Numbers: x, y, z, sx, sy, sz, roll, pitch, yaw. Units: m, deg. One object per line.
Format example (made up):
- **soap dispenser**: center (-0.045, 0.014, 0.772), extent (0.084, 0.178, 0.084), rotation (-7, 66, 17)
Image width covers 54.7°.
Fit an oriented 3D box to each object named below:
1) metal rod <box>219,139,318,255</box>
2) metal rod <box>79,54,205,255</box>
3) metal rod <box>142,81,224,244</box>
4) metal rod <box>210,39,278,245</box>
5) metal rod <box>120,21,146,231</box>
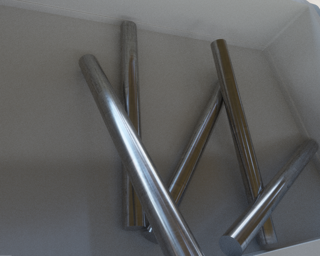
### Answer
- **metal rod**: center (0.161, 0.074, 0.413), extent (0.302, 0.025, 0.025), rotation (-24, 75, -47)
- **metal rod**: center (-0.036, 0.005, 0.306), extent (0.025, 0.025, 0.300), rotation (-1, 38, -29)
- **metal rod**: center (0.053, 0.017, 0.423), extent (0.025, 0.025, 0.301), rotation (35, 51, -5)
- **metal rod**: center (0.114, 0.006, 0.440), extent (0.025, 0.025, 0.299), rotation (2, 68, -28)
- **metal rod**: center (-0.038, -0.024, 0.399), extent (0.025, 0.025, 0.299), rotation (10, 58, -23)
